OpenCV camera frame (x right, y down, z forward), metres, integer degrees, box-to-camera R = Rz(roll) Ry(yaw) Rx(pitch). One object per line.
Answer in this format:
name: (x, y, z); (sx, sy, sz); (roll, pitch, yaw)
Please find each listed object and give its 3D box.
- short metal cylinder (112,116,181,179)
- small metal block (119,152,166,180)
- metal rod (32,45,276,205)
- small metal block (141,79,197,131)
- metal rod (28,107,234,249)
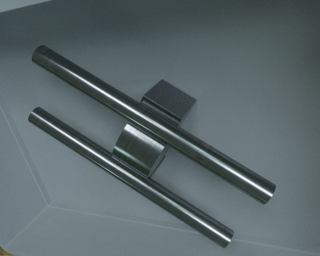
short metal cylinder: (-0.016, 0.017, 0.389); (0.050, 0.080, 0.079); (32, 128, 7)
small metal block: (-0.028, 0.048, 0.433); (0.050, 0.050, 0.025); (32, 128, 7)
metal rod: (-0.013, -0.008, 0.343); (0.301, 0.025, 0.025); (31, 128, 7)
small metal block: (0.009, -0.027, 0.368); (0.050, 0.050, 0.025); (32, 128, 7)
metal rod: (-0.043, 0.060, 0.402); (0.301, 0.025, 0.025); (31, 128, 7)
